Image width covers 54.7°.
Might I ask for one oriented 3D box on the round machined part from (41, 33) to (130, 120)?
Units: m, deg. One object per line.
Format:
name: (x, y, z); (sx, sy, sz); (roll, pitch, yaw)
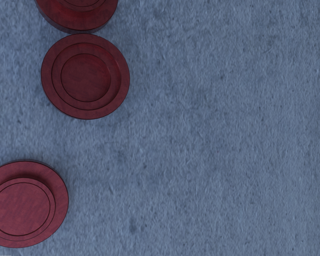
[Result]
round machined part: (-0.089, -0.058, 0.368); (0.099, 0.042, 0.097); (0, 90, -21)

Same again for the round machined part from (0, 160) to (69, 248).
round machined part: (-0.152, 0.085, 0.344); (0.099, 0.042, 0.097); (0, 90, -21)

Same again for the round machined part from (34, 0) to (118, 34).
round machined part: (-0.097, -0.164, 0.364); (0.099, 0.042, 0.097); (0, 90, -21)
